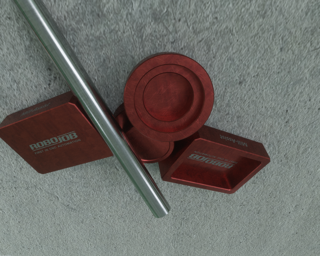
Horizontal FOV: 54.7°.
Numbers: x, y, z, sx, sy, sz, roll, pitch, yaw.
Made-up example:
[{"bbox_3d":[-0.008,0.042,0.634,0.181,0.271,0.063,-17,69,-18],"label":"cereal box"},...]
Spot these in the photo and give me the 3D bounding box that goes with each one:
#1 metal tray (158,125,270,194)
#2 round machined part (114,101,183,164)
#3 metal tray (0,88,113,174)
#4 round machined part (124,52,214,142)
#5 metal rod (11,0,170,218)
[{"bbox_3d":[0.075,0.047,0.432,0.131,0.030,0.089,16,129,-27],"label":"metal tray"},{"bbox_3d":[-0.016,0.009,0.405,0.099,0.042,0.097,0,130,0],"label":"round machined part"},{"bbox_3d":[-0.130,0.009,0.398,0.130,0.030,0.090,-16,126,24],"label":"metal tray"},{"bbox_3d":[0.008,-0.037,0.352,0.099,0.042,0.097,-2,109,-6],"label":"round machined part"},{"bbox_3d":[-0.065,-0.009,0.357,0.025,0.025,0.299,-22,114,17],"label":"metal rod"}]
